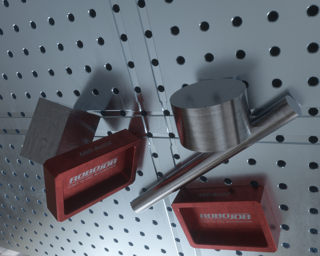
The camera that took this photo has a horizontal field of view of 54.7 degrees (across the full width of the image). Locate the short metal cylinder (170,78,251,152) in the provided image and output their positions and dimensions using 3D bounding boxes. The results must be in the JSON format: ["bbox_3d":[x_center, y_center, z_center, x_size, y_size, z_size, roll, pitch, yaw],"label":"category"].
[{"bbox_3d":[0.055,-0.016,0.337,0.080,0.080,0.050,-1,118,28],"label":"short metal cylinder"}]

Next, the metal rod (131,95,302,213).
[{"bbox_3d":[0.051,0.052,0.416,0.025,0.025,0.299,46,129,-4],"label":"metal rod"}]

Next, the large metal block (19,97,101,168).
[{"bbox_3d":[-0.135,0.009,0.432,0.050,0.080,0.080,19,90,17],"label":"large metal block"}]

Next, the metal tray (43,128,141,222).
[{"bbox_3d":[-0.090,0.062,0.428,0.030,0.131,0.089,37,133,32],"label":"metal tray"}]

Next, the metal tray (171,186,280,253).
[{"bbox_3d":[0.091,0.130,0.440,0.130,0.030,0.090,-11,113,32],"label":"metal tray"}]
